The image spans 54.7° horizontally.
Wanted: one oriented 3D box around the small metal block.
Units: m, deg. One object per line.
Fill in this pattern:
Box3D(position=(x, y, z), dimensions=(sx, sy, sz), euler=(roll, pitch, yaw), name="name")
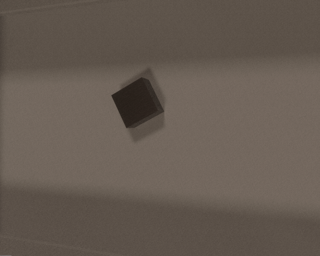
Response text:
Box3D(position=(-0.030, -0.033, 0.420), dimensions=(0.050, 0.025, 0.050), euler=(-28, 81, 17), name="small metal block")
